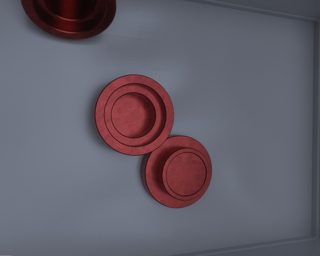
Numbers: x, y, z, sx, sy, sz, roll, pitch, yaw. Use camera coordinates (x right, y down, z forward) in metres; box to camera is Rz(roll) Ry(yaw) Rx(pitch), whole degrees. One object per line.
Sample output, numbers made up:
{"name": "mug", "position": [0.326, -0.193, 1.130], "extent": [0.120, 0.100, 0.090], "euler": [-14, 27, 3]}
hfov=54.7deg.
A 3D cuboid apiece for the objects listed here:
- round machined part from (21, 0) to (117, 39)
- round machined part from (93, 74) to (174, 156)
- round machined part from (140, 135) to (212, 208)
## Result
{"name": "round machined part", "position": [-0.099, -0.149, 0.343], "extent": [0.099, 0.097, 0.042], "euler": [4, 59, -20]}
{"name": "round machined part", "position": [-0.035, -0.016, 0.389], "extent": [0.099, 0.042, 0.097], "euler": [0, 90, -21]}
{"name": "round machined part", "position": [0.027, 0.059, 0.413], "extent": [0.099, 0.042, 0.097], "euler": [0, 90, -21]}
